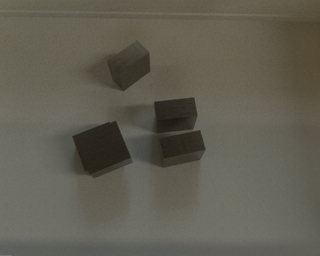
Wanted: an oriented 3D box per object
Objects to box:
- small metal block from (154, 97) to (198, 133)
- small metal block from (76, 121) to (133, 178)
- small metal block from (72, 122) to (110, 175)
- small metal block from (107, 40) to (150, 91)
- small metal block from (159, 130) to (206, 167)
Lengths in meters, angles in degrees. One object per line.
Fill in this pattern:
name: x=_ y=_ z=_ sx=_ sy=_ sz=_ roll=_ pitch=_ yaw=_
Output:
small metal block: x=0.019 y=-0.015 z=0.402 sx=0.050 sy=0.050 sz=0.025 roll=-7 pitch=71 yaw=-3
small metal block: x=-0.066 y=0.026 z=0.373 sx=0.050 sy=0.025 sz=0.050 roll=-22 pitch=72 yaw=-8
small metal block: x=-0.078 y=0.027 z=0.399 sx=0.050 sy=0.025 sz=0.050 roll=-22 pitch=72 yaw=-8
small metal block: x=-0.041 y=-0.085 z=0.427 sx=0.050 sy=0.050 sz=0.025 roll=-39 pitch=75 yaw=-13
small metal block: x=0.026 y=0.027 z=0.387 sx=0.050 sy=0.050 sz=0.025 roll=-12 pitch=71 yaw=-5
